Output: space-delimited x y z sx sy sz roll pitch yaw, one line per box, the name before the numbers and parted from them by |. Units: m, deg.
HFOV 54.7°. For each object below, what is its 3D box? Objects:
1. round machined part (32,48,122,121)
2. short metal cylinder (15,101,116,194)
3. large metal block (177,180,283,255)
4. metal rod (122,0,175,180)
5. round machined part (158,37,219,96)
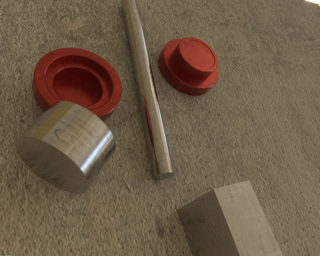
round machined part | -0.099 -0.043 0.366 0.099 0.042 0.098 14 56 -21
short metal cylinder | -0.092 0.020 0.307 0.080 0.080 0.050 35 51 -5
large metal block | 0.071 0.112 0.338 0.050 0.080 0.080 -6 65 -31
metal rod | -0.022 -0.074 0.436 0.025 0.025 0.299 3 61 -27
round machined part | 0.050 -0.102 0.482 0.099 0.042 0.098 14 56 -21
